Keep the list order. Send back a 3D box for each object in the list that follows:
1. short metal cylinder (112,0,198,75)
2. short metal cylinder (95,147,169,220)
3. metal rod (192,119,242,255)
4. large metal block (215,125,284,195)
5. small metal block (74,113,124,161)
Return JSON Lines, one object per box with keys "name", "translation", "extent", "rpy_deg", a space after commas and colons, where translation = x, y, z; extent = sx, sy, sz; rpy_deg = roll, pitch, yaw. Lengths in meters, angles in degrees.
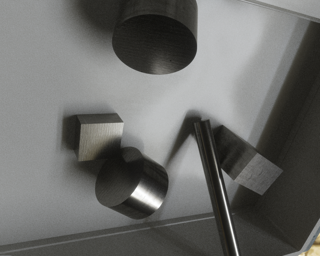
{"name": "short metal cylinder", "translation": [-0.003, -0.097, 0.306], "extent": [0.080, 0.050, 0.080], "rpy_deg": [3, 151, 2]}
{"name": "short metal cylinder", "translation": [-0.036, 0.071, 0.398], "extent": [0.080, 0.080, 0.050], "rpy_deg": [-46, 130, 4]}
{"name": "metal rod", "translation": [0.093, 0.135, 0.449], "extent": [0.025, 0.025, 0.298], "rpy_deg": [-15, 94, -21]}
{"name": "large metal block", "translation": [0.127, 0.049, 0.475], "extent": [0.080, 0.080, 0.050], "rpy_deg": [30, 102, -38]}
{"name": "small metal block", "translation": [-0.075, 0.011, 0.375], "extent": [0.050, 0.025, 0.050], "rpy_deg": [-3, 120, -27]}
